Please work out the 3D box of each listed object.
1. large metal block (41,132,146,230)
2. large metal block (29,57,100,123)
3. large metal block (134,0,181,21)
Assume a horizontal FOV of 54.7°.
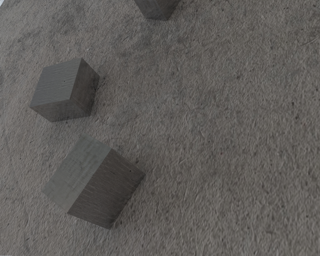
[{"bbox_3d":[-0.075,0.064,0.368,0.050,0.080,0.080,24,75,36],"label":"large metal block"},{"bbox_3d":[-0.154,-0.060,0.506,0.080,0.050,0.080,-8,58,24],"label":"large metal block"},{"bbox_3d":[-0.004,-0.240,0.518,0.050,0.080,0.080,20,72,35],"label":"large metal block"}]
